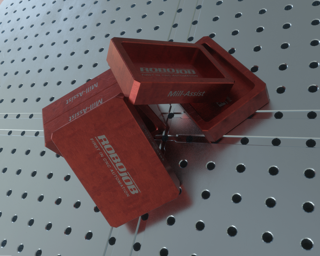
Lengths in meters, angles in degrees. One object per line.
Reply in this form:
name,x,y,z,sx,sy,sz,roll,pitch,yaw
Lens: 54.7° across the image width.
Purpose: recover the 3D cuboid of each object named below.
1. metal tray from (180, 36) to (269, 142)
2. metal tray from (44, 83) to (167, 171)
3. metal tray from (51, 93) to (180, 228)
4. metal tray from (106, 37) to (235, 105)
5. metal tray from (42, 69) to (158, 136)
metal tray,0.064,-0.055,0.403,0.090,0.030,0.130,-37,51,3
metal tray,-0.069,0.000,0.399,0.130,0.090,0.030,-29,52,10
metal tray,-0.047,0.038,0.349,0.090,0.130,0.030,-29,11,10
metal tray,0.012,-0.069,0.370,0.131,0.030,0.090,-4,45,-29
metal tray,-0.078,-0.022,0.418,0.130,0.090,0.030,-29,52,10
